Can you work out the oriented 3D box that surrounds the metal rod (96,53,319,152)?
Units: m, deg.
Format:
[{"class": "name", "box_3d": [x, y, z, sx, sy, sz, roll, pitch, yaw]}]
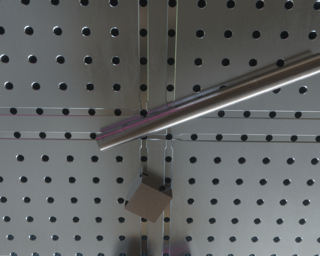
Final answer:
[{"class": "metal rod", "box_3d": [0.060, -0.031, 0.402, 0.301, 0.025, 0.025, -20, 109, 7]}]

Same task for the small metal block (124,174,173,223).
[{"class": "small metal block", "box_3d": [-0.017, 0.103, 0.451, 0.050, 0.025, 0.050, 29, 107, -11]}]
